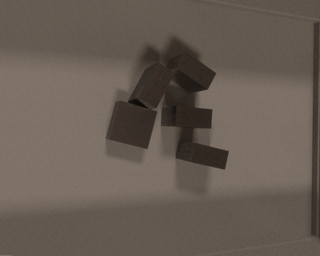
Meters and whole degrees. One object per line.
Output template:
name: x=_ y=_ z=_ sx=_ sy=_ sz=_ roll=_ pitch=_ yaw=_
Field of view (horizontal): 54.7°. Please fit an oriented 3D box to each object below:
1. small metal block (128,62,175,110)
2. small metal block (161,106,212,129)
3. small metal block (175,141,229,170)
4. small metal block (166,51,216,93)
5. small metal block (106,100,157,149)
small metal block: x=-0.012 y=-0.051 z=0.394 sx=0.025 sy=0.050 sz=0.050 roll=30 pitch=80 yaw=-18
small metal block: x=0.034 y=-0.013 z=0.411 sx=0.050 sy=0.050 sz=0.025 roll=4 pitch=89 yaw=-20
small metal block: x=0.056 y=0.036 z=0.419 sx=0.050 sy=0.050 sz=0.025 roll=14 pitch=85 yaw=-20
small metal block: x=0.038 y=-0.072 z=0.412 sx=0.050 sy=0.050 sz=0.025 roll=31 pitch=80 yaw=-18
small metal block: x=-0.037 y=-0.004 z=0.398 sx=0.050 sy=0.025 sz=0.050 roll=16 pitch=85 yaw=-20
